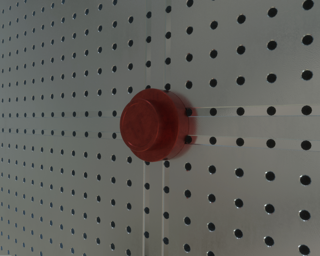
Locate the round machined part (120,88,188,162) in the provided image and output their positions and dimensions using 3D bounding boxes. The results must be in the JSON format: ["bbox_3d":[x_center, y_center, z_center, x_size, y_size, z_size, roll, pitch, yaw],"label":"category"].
[{"bbox_3d":[-0.015,-0.004,0.408,0.098,0.042,0.097,0,90,39],"label":"round machined part"}]
